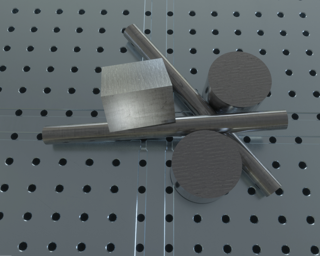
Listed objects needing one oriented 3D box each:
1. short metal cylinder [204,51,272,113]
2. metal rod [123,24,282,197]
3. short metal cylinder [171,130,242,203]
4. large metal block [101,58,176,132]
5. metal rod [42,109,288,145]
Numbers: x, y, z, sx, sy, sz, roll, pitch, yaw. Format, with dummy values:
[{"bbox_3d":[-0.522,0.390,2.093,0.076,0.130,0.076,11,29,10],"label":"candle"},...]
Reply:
[{"bbox_3d":[0.101,-0.055,0.416,0.081,0.050,0.080,0,70,0],"label":"short metal cylinder"},{"bbox_3d":[0.048,-0.034,0.421,0.025,0.025,0.300,-36,74,-12],"label":"metal rod"},{"bbox_3d":[0.054,0.048,0.377,0.081,0.050,0.080,0,70,0],"label":"short metal cylinder"},{"bbox_3d":[-0.029,-0.044,0.391,0.081,0.050,0.080,-9,36,-3],"label":"large metal block"},{"bbox_3d":[0.002,0.000,0.390,0.302,0.025,0.025,-4,70,5],"label":"metal rod"}]
